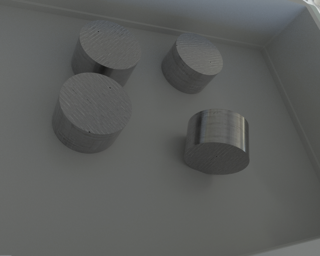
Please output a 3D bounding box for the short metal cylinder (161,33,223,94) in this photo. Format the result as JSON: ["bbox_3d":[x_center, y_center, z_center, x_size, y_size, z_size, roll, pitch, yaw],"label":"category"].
[{"bbox_3d":[0.049,-0.099,0.479,0.081,0.050,0.080,14,56,-21],"label":"short metal cylinder"}]

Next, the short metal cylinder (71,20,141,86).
[{"bbox_3d":[-0.071,-0.095,0.410,0.081,0.050,0.080,14,56,-21],"label":"short metal cylinder"}]

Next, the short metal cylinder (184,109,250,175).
[{"bbox_3d":[0.074,0.020,0.400,0.080,0.080,0.050,22,54,-16],"label":"short metal cylinder"}]

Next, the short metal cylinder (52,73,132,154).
[{"bbox_3d":[-0.079,-0.017,0.358,0.081,0.050,0.080,14,56,-21],"label":"short metal cylinder"}]
